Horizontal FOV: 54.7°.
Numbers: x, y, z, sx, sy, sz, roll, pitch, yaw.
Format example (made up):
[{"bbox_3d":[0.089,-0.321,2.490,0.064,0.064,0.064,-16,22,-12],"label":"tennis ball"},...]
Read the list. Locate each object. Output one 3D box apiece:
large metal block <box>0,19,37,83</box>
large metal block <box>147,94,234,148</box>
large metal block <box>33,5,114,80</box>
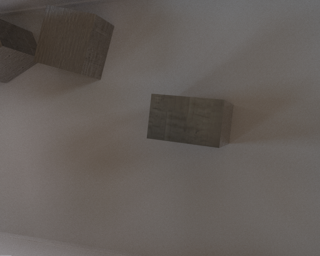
[{"bbox_3d":[-0.241,-0.113,0.463,0.080,0.080,0.050,-27,81,16],"label":"large metal block"},{"bbox_3d":[0.039,-0.009,0.367,0.080,0.080,0.050,7,93,19],"label":"large metal block"},{"bbox_3d":[-0.121,-0.120,0.438,0.080,0.050,0.080,17,96,18],"label":"large metal block"}]
